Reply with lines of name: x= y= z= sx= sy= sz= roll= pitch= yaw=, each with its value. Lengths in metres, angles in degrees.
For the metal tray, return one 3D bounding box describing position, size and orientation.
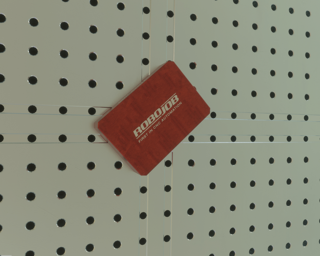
metal tray: x=-0.008 y=-0.013 z=0.407 sx=0.130 sy=0.030 sz=0.090 roll=-43 pitch=104 yaw=-15
